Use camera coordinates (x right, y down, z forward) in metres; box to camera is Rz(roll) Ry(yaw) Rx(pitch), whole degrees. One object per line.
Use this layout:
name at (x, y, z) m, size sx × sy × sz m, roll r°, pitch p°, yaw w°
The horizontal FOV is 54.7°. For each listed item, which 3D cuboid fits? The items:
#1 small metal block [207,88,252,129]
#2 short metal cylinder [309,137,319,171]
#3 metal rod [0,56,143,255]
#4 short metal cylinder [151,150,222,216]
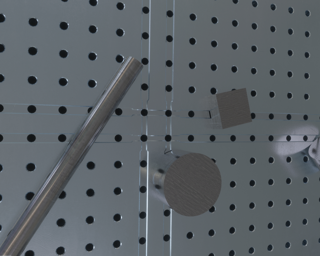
small metal block at (0.101, -0.028, 0.450) m, size 0.050 × 0.025 × 0.050 m, roll -13°, pitch 95°, yaw -20°
short metal cylinder at (0.287, 0.043, 0.489) m, size 0.080 × 0.080 × 0.050 m, roll -40°, pitch 103°, yaw -16°
metal rod at (-0.109, 0.041, 0.372) m, size 0.025 × 0.025 × 0.300 m, roll 35°, pitch 79°, yaw -17°
short metal cylinder at (0.034, 0.071, 0.412) m, size 0.081 × 0.050 × 0.080 m, roll 0°, pitch 90°, yaw -20°
